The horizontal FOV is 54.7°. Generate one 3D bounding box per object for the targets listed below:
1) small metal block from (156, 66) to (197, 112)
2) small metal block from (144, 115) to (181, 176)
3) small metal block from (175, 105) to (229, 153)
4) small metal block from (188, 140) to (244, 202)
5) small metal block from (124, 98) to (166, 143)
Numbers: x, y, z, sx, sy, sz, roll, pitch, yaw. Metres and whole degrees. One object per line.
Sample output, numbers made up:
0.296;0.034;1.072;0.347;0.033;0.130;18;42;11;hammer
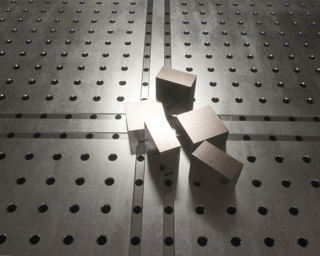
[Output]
0.022;-0.054;0.437;0.050;0.050;0.025;18;52;14;small metal block
0.002;0.021;0.374;0.025;0.050;0.050;-17;52;-14;small metal block
0.054;0.002;0.407;0.050;0.025;0.050;-18;53;-15;small metal block
0.062;0.049;0.351;0.050;0.050;0.025;33;57;24;small metal block
-0.019;-0.011;0.416;0.050;0.025;0.050;-8;51;-7;small metal block
